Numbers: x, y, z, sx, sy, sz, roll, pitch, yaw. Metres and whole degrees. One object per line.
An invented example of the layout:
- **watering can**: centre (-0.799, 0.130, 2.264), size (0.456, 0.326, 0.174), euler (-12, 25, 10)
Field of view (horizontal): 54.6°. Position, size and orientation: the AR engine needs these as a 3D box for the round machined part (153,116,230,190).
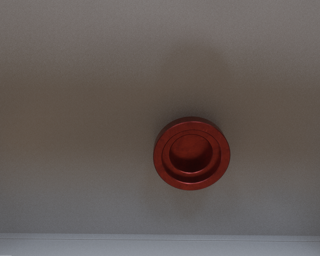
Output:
- **round machined part**: centre (0.040, 0.030, 0.414), size (0.099, 0.042, 0.097), euler (0, 110, 0)
